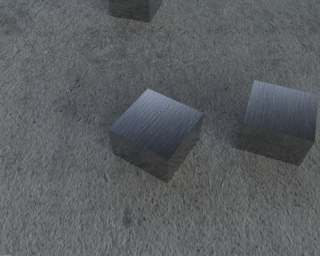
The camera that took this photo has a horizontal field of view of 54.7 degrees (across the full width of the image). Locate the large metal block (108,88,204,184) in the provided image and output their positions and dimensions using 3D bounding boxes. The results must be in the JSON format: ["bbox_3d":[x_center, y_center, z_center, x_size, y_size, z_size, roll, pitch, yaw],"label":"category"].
[{"bbox_3d":[-0.003,0.007,0.381,0.080,0.050,0.080,26,55,20],"label":"large metal block"}]

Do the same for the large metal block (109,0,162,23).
[{"bbox_3d":[-0.045,-0.253,0.600,0.080,0.050,0.080,14,51,11],"label":"large metal block"}]

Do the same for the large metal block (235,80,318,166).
[{"bbox_3d":[0.148,-0.008,0.395,0.080,0.050,0.080,16,52,13],"label":"large metal block"}]
